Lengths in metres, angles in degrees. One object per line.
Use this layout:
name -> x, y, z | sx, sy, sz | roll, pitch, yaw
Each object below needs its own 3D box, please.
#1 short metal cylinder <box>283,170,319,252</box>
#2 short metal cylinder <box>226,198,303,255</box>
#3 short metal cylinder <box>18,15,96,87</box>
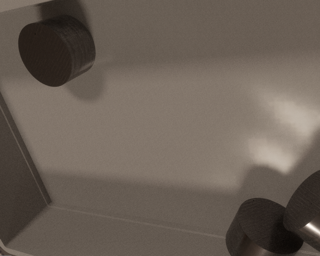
short metal cylinder -> 0.181, 0.091, 0.334 | 0.050, 0.080, 0.079 | 35, 129, 5
short metal cylinder -> 0.129, 0.135, 0.388 | 0.080, 0.080, 0.050 | 23, 127, 14
short metal cylinder -> -0.131, -0.099, 0.398 | 0.080, 0.050, 0.079 | 13, 124, 20
